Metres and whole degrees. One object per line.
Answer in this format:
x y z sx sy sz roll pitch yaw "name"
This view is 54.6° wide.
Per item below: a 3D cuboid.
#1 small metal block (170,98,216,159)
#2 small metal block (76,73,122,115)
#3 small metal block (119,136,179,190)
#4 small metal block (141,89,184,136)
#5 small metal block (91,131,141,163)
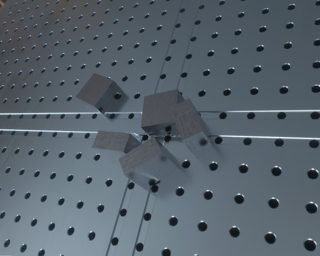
0.040 0.001 0.371 0.025 0.050 0.050 -26 53 12 "small metal block"
-0.098 -0.055 0.495 0.050 0.025 0.050 26 76 37 "small metal block"
-0.013 0.043 0.373 0.050 0.050 0.025 -33 52 7 "small metal block"
0.004 -0.021 0.420 0.050 0.025 0.050 -10 57 23 "small metal block"
-0.051 0.027 0.403 0.050 0.050 0.025 4 64 30 "small metal block"
